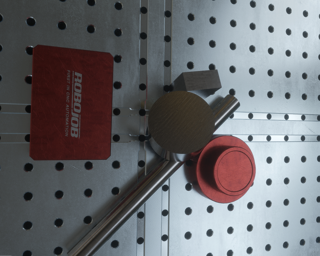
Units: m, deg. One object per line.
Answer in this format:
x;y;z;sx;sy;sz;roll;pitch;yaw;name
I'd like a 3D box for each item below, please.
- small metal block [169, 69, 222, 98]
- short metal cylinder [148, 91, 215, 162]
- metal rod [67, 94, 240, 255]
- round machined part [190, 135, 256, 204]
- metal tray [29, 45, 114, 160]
0.046;-0.055;0.415;0.050;0.050;0.025;-9;80;-20;small metal block
0.025;-0.001;0.395;0.081;0.050;0.080;1;73;-3;short metal cylinder
0.002;0.060;0.414;0.301;0.025;0.025;-43;104;-15;metal rod
0.095;0.059;0.440;0.099;0.042;0.097;0;90;-21;round machined part
-0.105;-0.028;0.372;0.091;0.030;0.129;2;89;-21;metal tray
